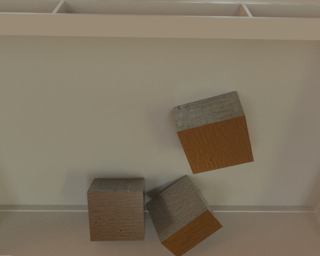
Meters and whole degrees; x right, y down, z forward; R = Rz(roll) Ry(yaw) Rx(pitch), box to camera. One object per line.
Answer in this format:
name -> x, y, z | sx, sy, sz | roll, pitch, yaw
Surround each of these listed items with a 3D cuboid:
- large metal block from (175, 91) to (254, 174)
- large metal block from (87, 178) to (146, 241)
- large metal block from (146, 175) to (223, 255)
large metal block -> 0.070, 0.008, 0.400 | 0.080, 0.050, 0.080 | -14, 129, 11
large metal block -> -0.064, 0.124, 0.478 | 0.081, 0.050, 0.079 | -1, 104, 0
large metal block -> 0.034, 0.132, 0.472 | 0.080, 0.080, 0.050 | -36, 124, 3
